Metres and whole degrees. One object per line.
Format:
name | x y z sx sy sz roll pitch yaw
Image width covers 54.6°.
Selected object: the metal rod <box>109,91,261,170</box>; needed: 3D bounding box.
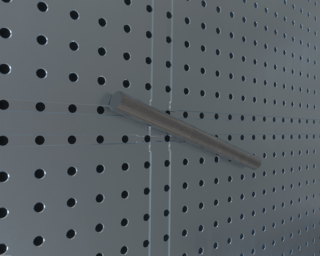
metal rod | 0.058 0.015 0.456 0.302 0.025 0.025 23 76 -38
